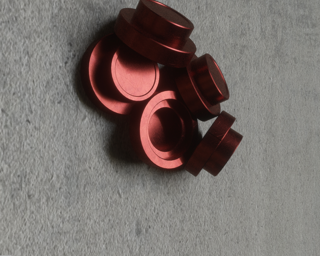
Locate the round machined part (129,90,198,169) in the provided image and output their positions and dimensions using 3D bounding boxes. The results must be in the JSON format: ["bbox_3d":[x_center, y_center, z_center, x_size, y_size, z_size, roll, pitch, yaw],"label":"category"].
[{"bbox_3d":[0.000,0.002,0.397,0.099,0.042,0.097,0,90,-40],"label":"round machined part"}]

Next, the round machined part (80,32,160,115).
[{"bbox_3d":[-0.040,-0.064,0.365,0.099,0.042,0.097,0,90,-40],"label":"round machined part"}]

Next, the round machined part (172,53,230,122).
[{"bbox_3d":[0.060,-0.061,0.419,0.098,0.042,0.098,44,33,-38],"label":"round machined part"}]

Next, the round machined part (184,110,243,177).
[{"bbox_3d":[0.078,0.028,0.427,0.042,0.098,0.098,34,62,9],"label":"round machined part"}]

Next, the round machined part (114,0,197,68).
[{"bbox_3d":[0.000,-0.115,0.359,0.099,0.098,0.042,1,131,-40],"label":"round machined part"}]
